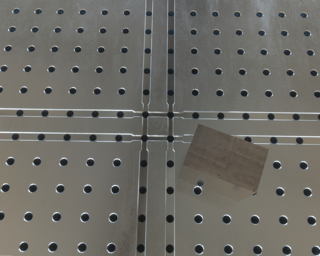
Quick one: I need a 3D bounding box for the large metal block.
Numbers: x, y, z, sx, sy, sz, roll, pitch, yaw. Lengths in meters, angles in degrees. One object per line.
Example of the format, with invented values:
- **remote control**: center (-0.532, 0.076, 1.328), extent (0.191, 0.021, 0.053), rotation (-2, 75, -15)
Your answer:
- **large metal block**: center (0.071, 0.044, 0.367), extent (0.080, 0.080, 0.050), rotation (20, 72, 7)
